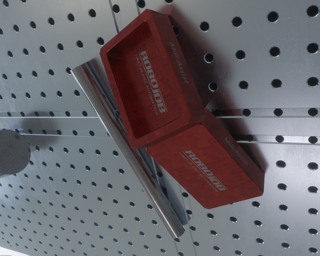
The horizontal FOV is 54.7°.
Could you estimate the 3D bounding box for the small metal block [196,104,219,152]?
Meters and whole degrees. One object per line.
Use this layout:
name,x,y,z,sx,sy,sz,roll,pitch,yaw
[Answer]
small metal block,0.049,0.005,0.389,0.050,0.025,0.050,-25,105,37

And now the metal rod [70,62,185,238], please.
metal rod,-0.041,0.043,0.458,0.025,0.025,0.299,-18,110,35

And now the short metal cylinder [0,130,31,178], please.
short metal cylinder,-0.283,0.048,0.554,0.050,0.080,0.080,-18,109,35

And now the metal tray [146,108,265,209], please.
metal tray,0.058,0.044,0.388,0.090,0.030,0.130,-27,116,37

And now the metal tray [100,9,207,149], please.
metal tray,-0.012,-0.051,0.347,0.090,0.030,0.129,-27,77,37
